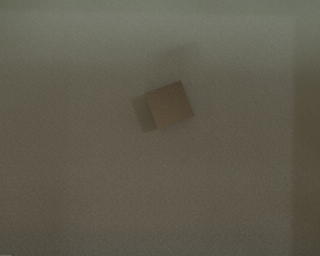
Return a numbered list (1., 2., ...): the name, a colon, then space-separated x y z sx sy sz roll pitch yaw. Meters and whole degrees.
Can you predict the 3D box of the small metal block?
1. small metal block: 0.012 -0.030 0.411 0.050 0.025 0.050 -21 90 0
